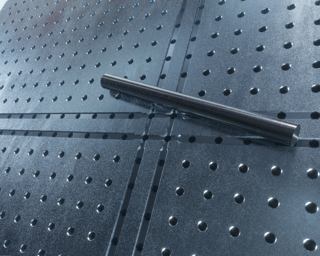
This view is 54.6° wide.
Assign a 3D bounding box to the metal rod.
[{"bbox_3d":[0.029,-0.034,0.414,0.300,0.025,0.025,20,72,35],"label":"metal rod"}]
